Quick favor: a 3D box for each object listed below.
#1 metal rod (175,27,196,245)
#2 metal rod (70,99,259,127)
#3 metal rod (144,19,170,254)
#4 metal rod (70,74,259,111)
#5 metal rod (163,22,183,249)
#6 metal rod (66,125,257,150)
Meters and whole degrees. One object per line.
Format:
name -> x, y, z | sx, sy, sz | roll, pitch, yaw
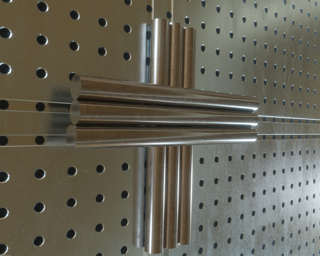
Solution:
metal rod -> 0.035, 0.010, 0.437 | 0.025, 0.025, 0.298 | 2, 89, -40
metal rod -> 0.032, -0.015, 0.402 | 0.302, 0.025, 0.025 | 1, 90, -40
metal rod -> -0.004, 0.010, 0.405 | 0.025, 0.025, 0.298 | 2, 89, -40
metal rod -> 0.033, -0.040, 0.403 | 0.302, 0.025, 0.025 | 1, 90, -40
metal rod -> 0.015, 0.009, 0.421 | 0.025, 0.025, 0.298 | 2, 89, -40
metal rod -> 0.029, 0.010, 0.400 | 0.302, 0.025, 0.025 | 1, 90, -40
